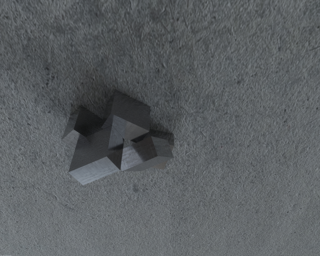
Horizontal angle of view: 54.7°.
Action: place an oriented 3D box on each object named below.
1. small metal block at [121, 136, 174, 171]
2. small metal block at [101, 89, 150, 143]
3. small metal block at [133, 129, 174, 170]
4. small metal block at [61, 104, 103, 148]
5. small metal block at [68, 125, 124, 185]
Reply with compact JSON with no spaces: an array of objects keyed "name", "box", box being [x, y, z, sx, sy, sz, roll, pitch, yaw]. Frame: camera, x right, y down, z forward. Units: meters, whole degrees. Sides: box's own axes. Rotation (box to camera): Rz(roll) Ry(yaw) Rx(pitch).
[{"name":"small metal block","box":[-0.018,0.034,0.388,0.050,0.025,0.050,-25,164,19]},{"name":"small metal block","box":[-0.040,-0.014,0.380,0.050,0.050,0.025,26,125,-21]},{"name":"small metal block","box":[-0.012,0.029,0.433,0.050,0.025,0.050,12,129,-11]},{"name":"small metal block","box":[-0.092,0.006,0.396,0.025,0.050,0.050,-37,121,27]},{"name":"small metal block","box":[-0.071,0.031,0.352,0.050,0.050,0.025,-23,127,18]}]
